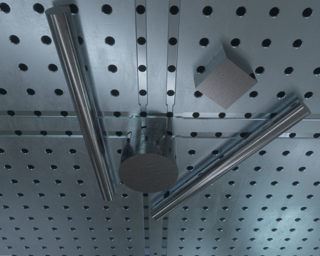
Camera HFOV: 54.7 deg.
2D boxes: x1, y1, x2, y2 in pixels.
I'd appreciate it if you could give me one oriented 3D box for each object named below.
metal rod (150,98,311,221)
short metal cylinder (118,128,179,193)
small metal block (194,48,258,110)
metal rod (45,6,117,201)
[{"bbox_3d":[0.087,0.061,0.463,0.025,0.025,0.299,32,123,-24],"label":"metal rod"},{"bbox_3d":[-0.015,0.046,0.434,0.081,0.050,0.079,0,130,0],"label":"short metal cylinder"},{"bbox_3d":[0.076,-0.057,0.364,0.050,0.025,0.050,31,124,-24],"label":"small metal block"},{"bbox_3d":[-0.092,-0.005,0.406,0.025,0.025,0.298,-3,130,2],"label":"metal rod"}]
